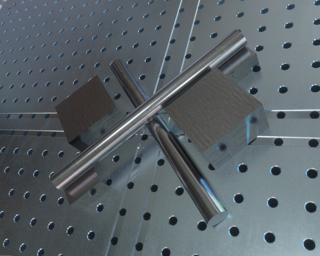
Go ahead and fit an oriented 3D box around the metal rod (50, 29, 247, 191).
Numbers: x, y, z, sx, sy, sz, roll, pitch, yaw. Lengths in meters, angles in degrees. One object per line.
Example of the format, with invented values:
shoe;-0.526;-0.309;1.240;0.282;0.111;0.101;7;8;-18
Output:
metal rod;-0.015;-0.022;0.397;0.300;0.025;0.025;-38;51;2

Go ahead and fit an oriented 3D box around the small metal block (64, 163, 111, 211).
small metal block;-0.101;0.073;0.417;0.050;0.025;0.050;-39;51;2

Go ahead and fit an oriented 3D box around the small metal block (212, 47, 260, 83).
small metal block;0.095;-0.088;0.413;0.050;0.025;0.050;-38;51;3

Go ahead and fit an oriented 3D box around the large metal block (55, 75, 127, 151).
large metal block;-0.097;-0.018;0.454;0.080;0.050;0.080;-37;51;3

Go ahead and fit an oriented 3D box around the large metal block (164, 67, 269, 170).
large metal block;0.066;-0.012;0.365;0.080;0.050;0.080;-40;51;1

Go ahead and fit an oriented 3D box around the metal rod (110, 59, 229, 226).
metal rod;-0.005;-0.004;0.412;0.025;0.025;0.300;-37;51;4
